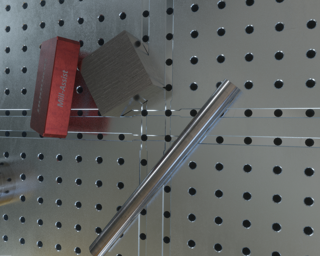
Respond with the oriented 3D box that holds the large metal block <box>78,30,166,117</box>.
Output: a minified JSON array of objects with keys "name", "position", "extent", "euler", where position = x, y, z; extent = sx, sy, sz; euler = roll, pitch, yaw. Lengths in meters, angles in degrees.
[{"name":"large metal block","position":[-0.051,-0.069,0.416],"extent":[0.080,0.050,0.080],"euler":[-30,81,17]}]

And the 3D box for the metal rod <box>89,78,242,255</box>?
[{"name":"metal rod","position":[0.000,0.062,0.411],"extent":[0.025,0.025,0.299],"euler":[41,103,15]}]

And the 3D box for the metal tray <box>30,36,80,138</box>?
[{"name":"metal tray","position":[-0.150,-0.057,0.435],"extent":[0.090,0.030,0.129],"euler":[14,96,56]}]

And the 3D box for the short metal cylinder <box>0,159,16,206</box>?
[{"name":"short metal cylinder","position":[-0.282,0.091,0.497],"extent":[0.080,0.050,0.079],"euler":[0,90,20]}]
